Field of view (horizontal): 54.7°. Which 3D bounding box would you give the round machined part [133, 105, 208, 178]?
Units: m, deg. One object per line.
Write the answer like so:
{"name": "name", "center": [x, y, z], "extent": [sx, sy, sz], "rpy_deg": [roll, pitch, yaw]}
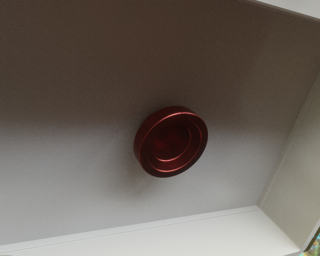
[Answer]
{"name": "round machined part", "center": [0.011, 0.014, 0.409], "extent": [0.099, 0.042, 0.097], "rpy_deg": [-14, 125, -21]}
